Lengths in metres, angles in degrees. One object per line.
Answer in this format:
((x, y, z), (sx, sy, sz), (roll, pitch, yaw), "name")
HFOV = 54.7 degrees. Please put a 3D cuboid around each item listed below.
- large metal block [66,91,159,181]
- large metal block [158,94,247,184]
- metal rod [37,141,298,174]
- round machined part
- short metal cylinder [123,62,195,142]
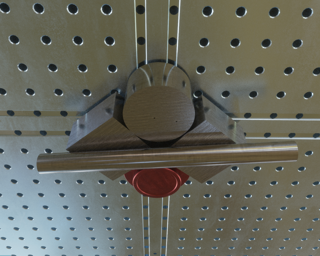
((-0.059, 0.013, 0.401), (0.080, 0.050, 0.080), (-32, 125, 24), "large metal block")
((0.054, 0.017, 0.402), (0.080, 0.050, 0.080), (35, 123, -26), "large metal block")
((0.006, 0.035, 0.369), (0.302, 0.025, 0.025), (-3, 130, 3), "metal rod")
((-0.004, 0.065, 0.450), (0.099, 0.042, 0.097), (0, 130, 0), "round machined part")
((-0.001, -0.030, 0.365), (0.081, 0.050, 0.079), (0, 130, 0), "short metal cylinder")
